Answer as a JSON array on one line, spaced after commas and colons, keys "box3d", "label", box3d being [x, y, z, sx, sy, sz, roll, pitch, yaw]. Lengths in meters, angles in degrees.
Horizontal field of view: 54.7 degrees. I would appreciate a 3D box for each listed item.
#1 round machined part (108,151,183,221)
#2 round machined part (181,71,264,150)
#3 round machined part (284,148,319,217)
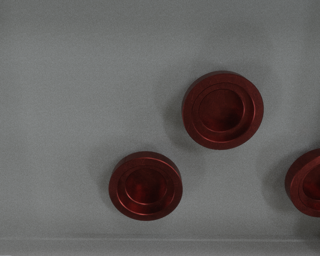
[{"box3d": [-0.019, 0.076, 0.430, 0.099, 0.042, 0.097, 0, 110, 0], "label": "round machined part"}, {"box3d": [0.076, -0.025, 0.394, 0.099, 0.042, 0.097, 0, 110, 0], "label": "round machined part"}, {"box3d": [0.222, 0.071, 0.430, 0.099, 0.042, 0.097, 0, 110, 0], "label": "round machined part"}]
